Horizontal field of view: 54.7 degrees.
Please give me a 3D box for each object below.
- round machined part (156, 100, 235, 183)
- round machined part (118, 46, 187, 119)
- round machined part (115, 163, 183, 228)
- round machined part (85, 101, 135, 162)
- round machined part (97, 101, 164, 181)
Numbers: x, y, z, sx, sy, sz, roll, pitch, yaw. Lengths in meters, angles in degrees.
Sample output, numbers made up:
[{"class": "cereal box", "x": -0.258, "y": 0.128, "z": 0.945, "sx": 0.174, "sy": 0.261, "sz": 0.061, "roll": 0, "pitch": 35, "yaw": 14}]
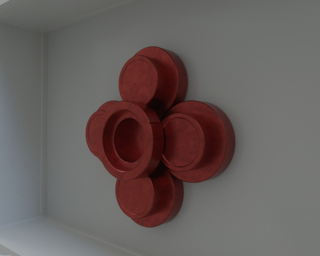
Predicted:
[{"class": "round machined part", "x": 0.034, "y": 0.016, "z": 0.365, "sx": 0.098, "sy": 0.042, "sz": 0.097, "roll": 0, "pitch": 90, "yaw": 40}, {"class": "round machined part", "x": -0.016, "y": -0.058, "z": 0.405, "sx": 0.098, "sy": 0.042, "sz": 0.097, "roll": 0, "pitch": 90, "yaw": 40}, {"class": "round machined part", "x": -0.021, "y": 0.082, "z": 0.411, "sx": 0.098, "sy": 0.042, "sz": 0.097, "roll": -2, "pitch": 87, "yaw": 39}, {"class": "round machined part", "x": -0.071, "y": 0.009, "z": 0.452, "sx": 0.098, "sy": 0.042, "sz": 0.097, "roll": 0, "pitch": 90, "yaw": 40}, {"class": "round machined part", "x": -0.032, "y": 0.015, "z": 0.392, "sx": 0.098, "sy": 0.042, "sz": 0.097, "roll": 0, "pitch": 90, "yaw": 40}]
